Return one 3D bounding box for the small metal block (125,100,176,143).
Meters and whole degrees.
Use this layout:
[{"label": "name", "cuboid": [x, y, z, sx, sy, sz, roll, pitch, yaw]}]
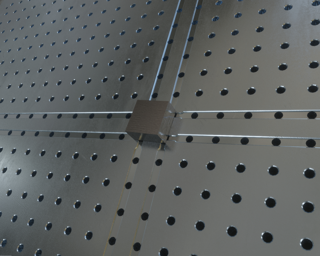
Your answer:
[{"label": "small metal block", "cuboid": [-0.012, -0.010, 0.419, 0.050, 0.025, 0.050, 5, 64, 30]}]
